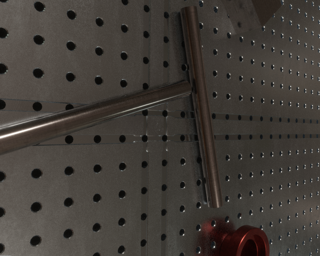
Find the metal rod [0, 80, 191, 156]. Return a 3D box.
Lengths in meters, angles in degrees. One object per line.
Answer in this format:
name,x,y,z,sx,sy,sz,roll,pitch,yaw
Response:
metal rod,-0.076,-0.015,0.346,0.302,0.025,0.025,-21,104,-38

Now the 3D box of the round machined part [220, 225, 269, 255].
round machined part,0.138,0.212,0.517,0.099,0.042,0.097,0,90,-40

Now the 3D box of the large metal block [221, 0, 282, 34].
large metal block,0.154,-0.219,0.524,0.080,0.050,0.080,-48,119,-30

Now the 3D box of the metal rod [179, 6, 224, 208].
metal rod,0.064,-0.026,0.464,0.025,0.025,0.298,-16,100,-39
